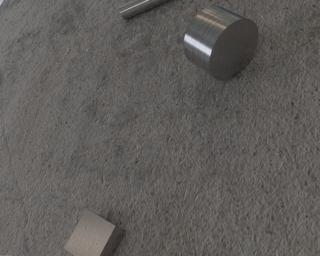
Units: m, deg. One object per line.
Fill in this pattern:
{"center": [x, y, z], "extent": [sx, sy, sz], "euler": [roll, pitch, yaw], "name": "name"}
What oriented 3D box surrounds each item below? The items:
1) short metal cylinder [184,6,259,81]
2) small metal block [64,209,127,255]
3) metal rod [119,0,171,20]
{"center": [0.077, -0.107, 0.394], "extent": [0.080, 0.080, 0.050], "euler": [-44, 51, -2], "name": "short metal cylinder"}
{"center": [-0.076, 0.131, 0.363], "extent": [0.050, 0.025, 0.050], "euler": [17, 70, 34], "name": "small metal block"}
{"center": [0.068, -0.252, 0.522], "extent": [0.301, 0.025, 0.025], "euler": [-17, 55, 18], "name": "metal rod"}
